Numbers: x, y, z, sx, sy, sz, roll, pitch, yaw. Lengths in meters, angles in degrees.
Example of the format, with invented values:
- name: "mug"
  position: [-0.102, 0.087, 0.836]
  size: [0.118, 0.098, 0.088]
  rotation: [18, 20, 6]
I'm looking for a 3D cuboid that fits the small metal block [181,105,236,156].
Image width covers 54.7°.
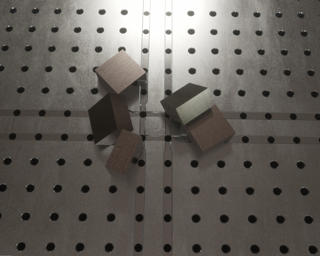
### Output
- name: "small metal block"
  position: [0.063, 0.002, 0.412]
  size: [0.050, 0.025, 0.050]
  rotation: [-29, 73, -10]

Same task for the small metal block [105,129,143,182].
- name: "small metal block"
  position: [-0.043, 0.035, 0.385]
  size: [0.025, 0.050, 0.050]
  rotation: [21, 72, 7]

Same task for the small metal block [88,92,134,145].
- name: "small metal block"
  position: [-0.065, -0.011, 0.400]
  size: [0.025, 0.050, 0.050]
  rotation: [5, 62, -45]

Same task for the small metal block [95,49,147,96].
- name: "small metal block"
  position: [-0.055, -0.074, 0.438]
  size: [0.050, 0.025, 0.050]
  rotation: [-41, 75, -14]

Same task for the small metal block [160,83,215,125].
- name: "small metal block"
  position: [0.035, -0.033, 0.409]
  size: [0.050, 0.050, 0.025]
  rotation: [-33, 115, -12]
